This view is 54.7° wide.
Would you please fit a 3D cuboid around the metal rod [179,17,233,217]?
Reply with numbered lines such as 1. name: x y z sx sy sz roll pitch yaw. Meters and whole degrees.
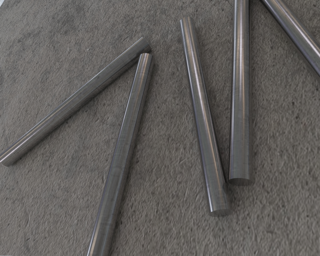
1. metal rod: 0.052 -0.038 0.399 0.025 0.025 0.299 -17 55 18

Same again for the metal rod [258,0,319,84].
1. metal rod: 0.171 -0.116 0.385 0.025 0.025 0.299 -25 53 13

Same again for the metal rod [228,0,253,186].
1. metal rod: 0.104 -0.074 0.394 0.025 0.025 0.300 -6 59 25

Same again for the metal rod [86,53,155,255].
1. metal rod: -0.047 0.024 0.413 0.025 0.025 0.300 -3 60 27

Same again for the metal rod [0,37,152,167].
1. metal rod: -0.137 -0.042 0.501 0.300 0.025 0.025 -39 51 1
